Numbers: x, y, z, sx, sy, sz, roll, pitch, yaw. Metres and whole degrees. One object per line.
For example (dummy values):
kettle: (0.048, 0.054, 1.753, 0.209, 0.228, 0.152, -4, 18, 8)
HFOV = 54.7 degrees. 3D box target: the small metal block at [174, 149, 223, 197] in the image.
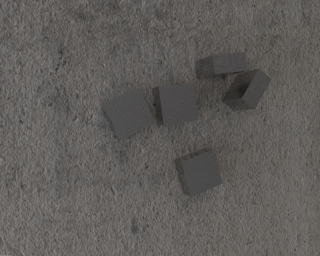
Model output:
small metal block: (0.053, 0.060, 0.429, 0.050, 0.025, 0.050, -19, 97, -19)

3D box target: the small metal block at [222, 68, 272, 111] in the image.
small metal block: (0.122, -0.053, 0.441, 0.025, 0.050, 0.050, 35, 79, -17)

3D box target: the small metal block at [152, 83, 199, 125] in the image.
small metal block: (0.021, -0.032, 0.416, 0.050, 0.025, 0.050, -9, 93, -20)

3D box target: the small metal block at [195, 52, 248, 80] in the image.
small metal block: (0.083, -0.085, 0.426, 0.050, 0.050, 0.025, -9, 94, -20)

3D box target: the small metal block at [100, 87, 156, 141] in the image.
small metal block: (-0.041, -0.018, 0.394, 0.050, 0.025, 0.050, -27, 99, -18)
